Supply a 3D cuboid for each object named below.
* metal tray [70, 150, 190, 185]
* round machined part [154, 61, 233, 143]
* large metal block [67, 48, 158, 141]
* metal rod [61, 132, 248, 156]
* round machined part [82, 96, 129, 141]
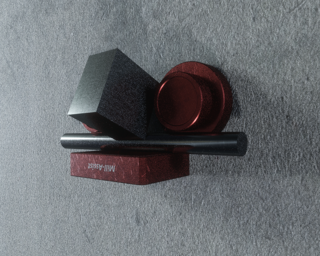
[{"bbox_3d":[-0.040,0.046,0.394,0.130,0.091,0.030,-1,89,39],"label":"metal tray"},{"bbox_3d":[0.032,-0.031,0.366,0.098,0.042,0.097,0,90,39],"label":"round machined part"},{"bbox_3d":[-0.052,-0.037,0.377,0.050,0.080,0.080,-3,65,39],"label":"large metal block"},{"bbox_3d":[-0.033,0.019,0.405,0.300,0.025,0.025,-1,89,39],"label":"metal rod"},{"bbox_3d":[-0.081,-0.027,0.458,0.098,0.042,0.097,0,90,39],"label":"round machined part"}]
